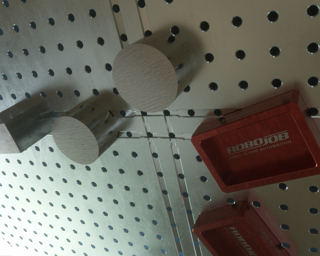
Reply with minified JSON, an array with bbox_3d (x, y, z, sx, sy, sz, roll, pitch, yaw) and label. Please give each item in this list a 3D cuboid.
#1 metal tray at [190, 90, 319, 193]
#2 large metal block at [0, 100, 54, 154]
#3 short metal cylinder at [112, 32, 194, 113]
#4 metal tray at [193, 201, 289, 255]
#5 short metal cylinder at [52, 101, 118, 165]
[{"bbox_3d":[0.113,0.022,0.361,0.130,0.030,0.090,-22,107,36],"label":"metal tray"},{"bbox_3d":[-0.229,-0.001,0.496,0.080,0.080,0.050,-4,116,30],"label":"large metal block"},{"bbox_3d":[-0.007,-0.065,0.359,0.080,0.050,0.079,13,124,21],"label":"short metal cylinder"},{"bbox_3d":[0.122,0.174,0.451,0.090,0.030,0.130,-32,101,38],"label":"metal tray"},{"bbox_3d":[-0.110,0.007,0.458,0.080,0.050,0.079,13,124,21],"label":"short metal cylinder"}]
